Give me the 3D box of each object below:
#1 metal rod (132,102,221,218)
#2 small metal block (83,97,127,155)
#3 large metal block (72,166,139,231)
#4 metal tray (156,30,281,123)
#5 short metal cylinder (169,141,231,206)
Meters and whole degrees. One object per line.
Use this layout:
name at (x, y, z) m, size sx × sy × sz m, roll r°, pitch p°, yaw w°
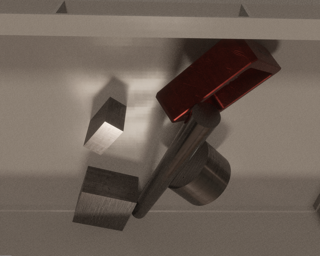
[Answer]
metal rod at (0.002, 0.062, 0.379) m, size 0.025 × 0.025 × 0.298 m, roll 11°, pitch 148°, yaw -10°
small metal block at (-0.068, -0.003, 0.389) m, size 0.025 × 0.050 × 0.050 m, roll 31°, pitch 123°, yaw -24°
large metal block at (-0.085, 0.112, 0.487) m, size 0.081 × 0.050 × 0.079 m, roll 15°, pitch 128°, yaw -13°
metal tray at (0.065, -0.047, 0.310) m, size 0.090 × 0.131 × 0.030 m, roll -37°, pitch 78°, yaw 27°
short metal cylinder at (0.049, 0.059, 0.424) m, size 0.080 × 0.080 × 0.050 m, roll -34°, pitch 123°, yaw 25°
